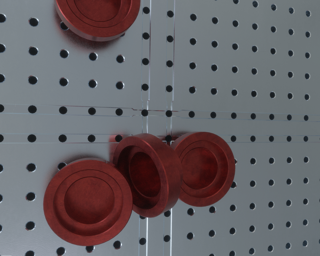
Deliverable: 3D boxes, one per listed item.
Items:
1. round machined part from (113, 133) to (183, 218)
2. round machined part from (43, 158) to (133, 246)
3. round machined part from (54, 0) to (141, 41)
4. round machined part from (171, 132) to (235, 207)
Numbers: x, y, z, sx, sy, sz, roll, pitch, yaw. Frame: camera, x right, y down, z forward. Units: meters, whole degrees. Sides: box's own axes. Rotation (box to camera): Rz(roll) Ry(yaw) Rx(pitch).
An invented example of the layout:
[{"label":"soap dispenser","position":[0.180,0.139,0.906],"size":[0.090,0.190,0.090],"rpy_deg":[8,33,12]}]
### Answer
[{"label":"round machined part","position":[-0.011,0.054,0.375],"size":[0.042,0.098,0.097],"rpy_deg":[-14,96,-43]},{"label":"round machined part","position":[-0.082,0.083,0.367],"size":[0.099,0.042,0.097],"rpy_deg":[0,92,-9]},{"label":"round machined part","position":[-0.077,-0.153,0.375],"size":[0.099,0.042,0.097],"rpy_deg":[0,90,-20]},{"label":"round machined part","position":[0.049,0.053,0.421],"size":[0.099,0.042,0.097],"rpy_deg":[0,90,-21]}]
